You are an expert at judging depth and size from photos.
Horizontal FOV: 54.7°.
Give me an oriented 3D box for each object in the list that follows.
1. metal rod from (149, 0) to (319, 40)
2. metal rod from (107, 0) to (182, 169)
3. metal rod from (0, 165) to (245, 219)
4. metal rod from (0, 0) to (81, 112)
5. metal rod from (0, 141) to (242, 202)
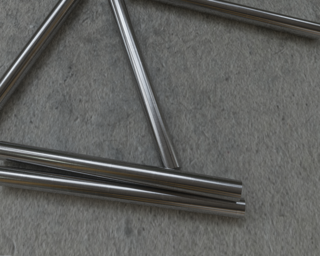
[{"bbox_3d":[0.095,-0.184,0.476,0.301,0.025,0.025,16,71,5],"label":"metal rod"},{"bbox_3d":[-0.029,-0.081,0.437,0.025,0.025,0.299,-16,71,-6],"label":"metal rod"},{"bbox_3d":[-0.050,0.078,0.379,0.302,0.025,0.025,7,70,2],"label":"metal rod"},{"bbox_3d":[-0.192,-0.094,0.440,0.025,0.025,0.300,24,71,8],"label":"metal rod"},{"bbox_3d":[-0.055,0.051,0.376,0.302,0.025,0.025,9,70,7],"label":"metal rod"}]
